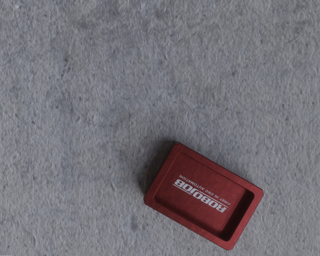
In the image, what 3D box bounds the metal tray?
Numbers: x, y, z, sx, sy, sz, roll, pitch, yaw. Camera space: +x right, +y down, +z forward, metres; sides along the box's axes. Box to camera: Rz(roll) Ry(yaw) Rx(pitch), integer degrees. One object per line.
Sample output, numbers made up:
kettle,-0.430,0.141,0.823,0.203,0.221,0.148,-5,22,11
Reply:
metal tray,0.055,0.087,0.407,0.130,0.030,0.090,30,90,0
